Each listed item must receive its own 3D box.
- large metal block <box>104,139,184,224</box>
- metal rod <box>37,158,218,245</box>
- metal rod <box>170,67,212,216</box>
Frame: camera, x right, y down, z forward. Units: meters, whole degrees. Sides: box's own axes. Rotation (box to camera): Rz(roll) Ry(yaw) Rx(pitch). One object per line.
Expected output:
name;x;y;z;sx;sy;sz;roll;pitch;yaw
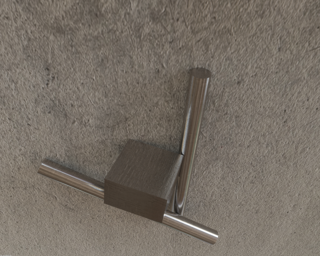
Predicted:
large metal block;-0.020;0.069;0.416;0.080;0.080;0.050;17;130;9
metal rod;-0.042;0.120;0.486;0.301;0.025;0.025;26;125;-13
metal rod;0.037;0.050;0.450;0.025;0.025;0.298;3;130;-3
